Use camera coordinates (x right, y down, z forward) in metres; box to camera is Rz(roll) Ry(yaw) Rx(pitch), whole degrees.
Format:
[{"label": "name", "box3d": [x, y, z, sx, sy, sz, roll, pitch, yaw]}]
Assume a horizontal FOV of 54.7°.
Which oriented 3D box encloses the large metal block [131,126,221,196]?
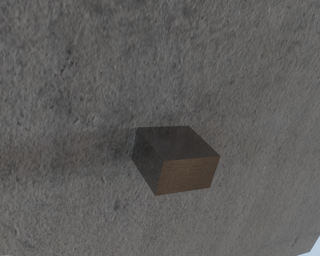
[{"label": "large metal block", "box3d": [0.018, 0.039, 0.407, 0.081, 0.080, 0.050, -2, 119, -28]}]
